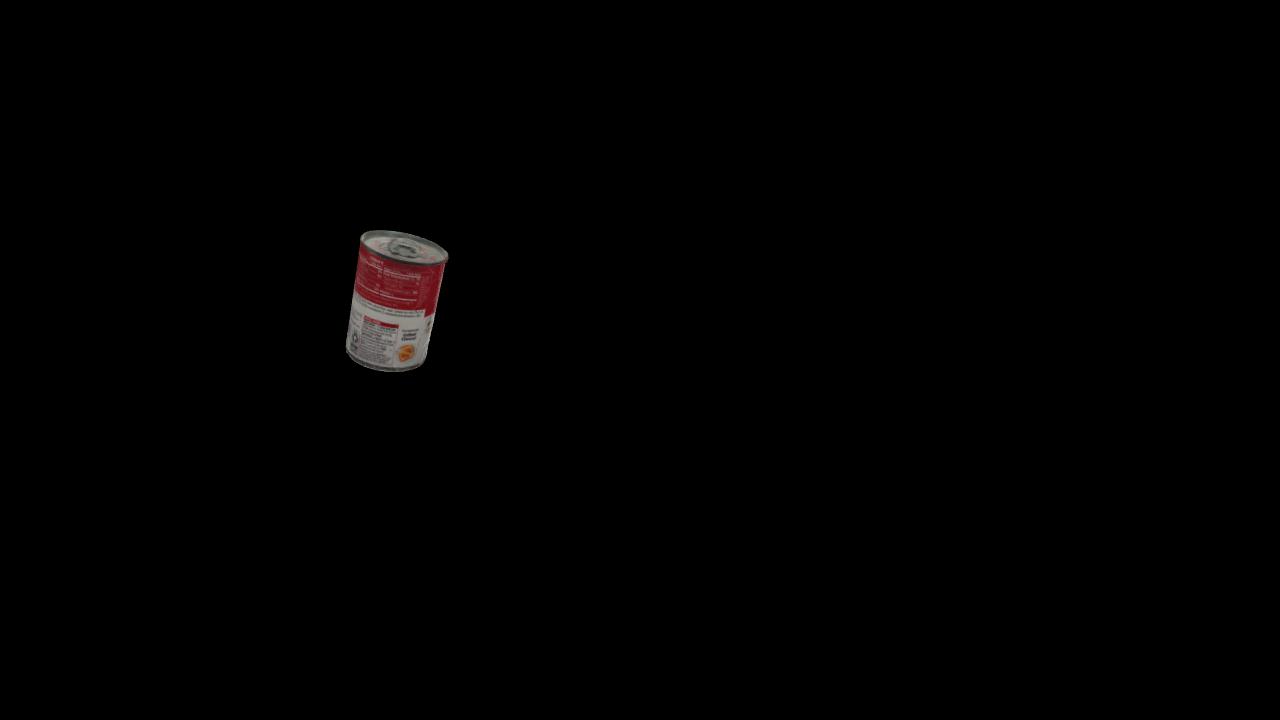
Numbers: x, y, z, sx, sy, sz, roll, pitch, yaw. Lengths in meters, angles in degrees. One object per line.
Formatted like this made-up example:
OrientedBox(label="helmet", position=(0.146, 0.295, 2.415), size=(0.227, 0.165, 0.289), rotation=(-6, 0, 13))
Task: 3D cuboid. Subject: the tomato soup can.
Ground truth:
OrientedBox(label="tomato soup can", position=(-0.204, -0.048, 0.515), size=(0.068, 0.101, 0.068), rotation=(17, 23, -7))
